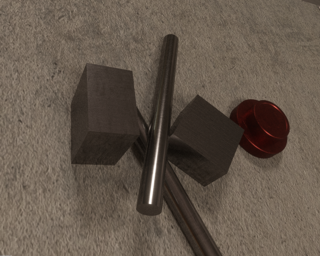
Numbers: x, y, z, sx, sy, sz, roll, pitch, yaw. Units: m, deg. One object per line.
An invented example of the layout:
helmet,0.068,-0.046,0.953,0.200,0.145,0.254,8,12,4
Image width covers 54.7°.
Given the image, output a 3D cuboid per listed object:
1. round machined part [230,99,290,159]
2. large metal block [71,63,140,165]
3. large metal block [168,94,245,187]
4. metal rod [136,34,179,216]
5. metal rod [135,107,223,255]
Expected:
round machined part,0.162,-0.005,0.486,0.099,0.042,0.098,14,56,-21
large metal block,-0.065,-0.011,0.342,0.050,0.080,0.080,6,59,-26
large metal block,0.054,0.016,0.409,0.080,0.050,0.080,37,51,-4
metal rod,0.004,-0.031,0.401,0.025,0.025,0.300,22,46,-16
metal rod,0.008,0.062,0.371,0.025,0.025,0.299,-20,72,-36
